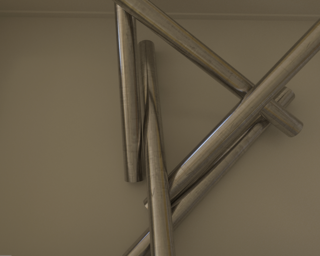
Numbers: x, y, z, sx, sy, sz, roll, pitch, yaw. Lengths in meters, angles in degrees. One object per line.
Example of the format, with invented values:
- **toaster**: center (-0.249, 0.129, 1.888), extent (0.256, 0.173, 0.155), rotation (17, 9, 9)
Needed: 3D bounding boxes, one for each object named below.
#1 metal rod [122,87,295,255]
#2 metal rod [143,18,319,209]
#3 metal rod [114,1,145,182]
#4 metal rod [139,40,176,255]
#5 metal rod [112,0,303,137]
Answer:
- **metal rod**: center (0.071, 0.053, 0.390), extent (0.025, 0.025, 0.301), rotation (42, 75, 14)
- **metal rod**: center (0.091, -0.012, 0.359), extent (0.025, 0.025, 0.300), rotation (45, 96, 14)
- **metal rod**: center (-0.039, -0.084, 0.374), extent (0.025, 0.025, 0.298), rotation (-3, 95, -1)
- **metal rod**: center (-0.008, 0.010, 0.382), extent (0.025, 0.025, 0.299), rotation (-5, 61, -2)
- **metal rod**: center (0.053, -0.082, 0.366), extent (0.301, 0.025, 0.025), rotation (35, 73, -12)
